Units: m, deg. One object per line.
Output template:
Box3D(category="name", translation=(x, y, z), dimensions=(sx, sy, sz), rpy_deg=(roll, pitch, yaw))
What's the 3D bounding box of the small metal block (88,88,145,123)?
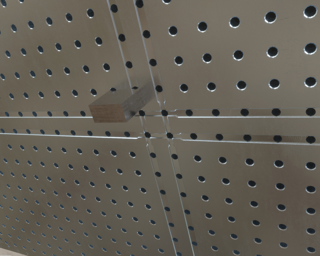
Box3D(category="small metal block", translation=(-0.055, -0.030, 0.404), dimensions=(0.050, 0.050, 0.025), rpy_deg=(0, 118, 28))
